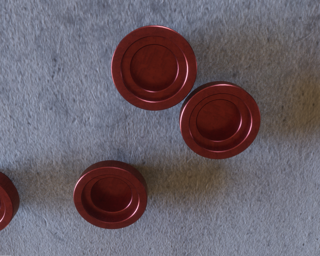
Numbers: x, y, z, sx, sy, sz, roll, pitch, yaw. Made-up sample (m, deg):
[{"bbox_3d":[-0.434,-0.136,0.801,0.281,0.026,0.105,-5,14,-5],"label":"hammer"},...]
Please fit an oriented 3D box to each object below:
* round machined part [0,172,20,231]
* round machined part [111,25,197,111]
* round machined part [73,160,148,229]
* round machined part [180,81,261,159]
[{"bbox_3d":[-0.246,0.096,0.433,0.099,0.042,0.097,0,110,-1],"label":"round machined part"},{"bbox_3d":[-0.007,-0.073,0.374,0.099,0.042,0.097,0,110,-1],"label":"round machined part"},{"bbox_3d":[-0.066,0.088,0.432,0.099,0.042,0.097,0,110,-1],"label":"round machined part"},{"bbox_3d":[0.074,-0.012,0.397,0.099,0.042,0.097,0,110,-1],"label":"round machined part"}]
